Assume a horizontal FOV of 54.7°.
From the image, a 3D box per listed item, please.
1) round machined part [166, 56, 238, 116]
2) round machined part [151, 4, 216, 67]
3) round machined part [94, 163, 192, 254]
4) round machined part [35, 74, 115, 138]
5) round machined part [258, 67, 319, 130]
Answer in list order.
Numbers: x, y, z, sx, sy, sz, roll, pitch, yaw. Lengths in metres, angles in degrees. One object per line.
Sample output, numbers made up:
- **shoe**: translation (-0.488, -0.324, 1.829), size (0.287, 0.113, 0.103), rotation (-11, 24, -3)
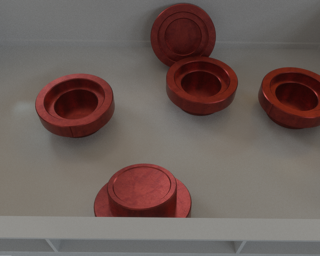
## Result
- **round machined part**: translation (0.058, -0.056, 0.442), size (0.099, 0.042, 0.098), rotation (0, 50, 0)
- **round machined part**: translation (0.036, -0.144, 0.486), size (0.099, 0.097, 0.042), rotation (4, 27, 3)
- **round machined part**: translation (-0.017, 0.073, 0.314), size (0.099, 0.042, 0.098), rotation (0, 31, 1)
- **round machined part**: translation (-0.110, -0.025, 0.414), size (0.099, 0.042, 0.098), rotation (0, 50, 0)
- **round machined part**: translation (0.185, -0.037, 0.427), size (0.099, 0.042, 0.098), rotation (0, 50, 0)
